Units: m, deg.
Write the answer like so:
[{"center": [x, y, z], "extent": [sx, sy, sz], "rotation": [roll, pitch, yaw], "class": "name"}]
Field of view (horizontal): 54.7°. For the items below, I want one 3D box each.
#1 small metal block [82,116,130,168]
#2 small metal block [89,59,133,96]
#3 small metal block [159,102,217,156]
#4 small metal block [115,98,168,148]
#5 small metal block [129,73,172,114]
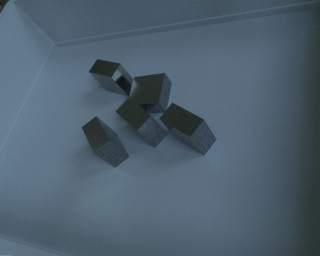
[{"center": [-0.073, 0.019, 0.416], "extent": [0.025, 0.050, 0.050], "rotation": [-38, 51, 3], "class": "small metal block"}, {"center": [-0.072, -0.077, 0.475], "extent": [0.050, 0.050, 0.025], "rotation": [18, 72, 35], "class": "small metal block"}, {"center": [0.034, 0.001, 0.371], "extent": [0.050, 0.050, 0.025], "rotation": [32, 80, 38], "class": "small metal block"}, {"center": [-0.024, -0.006, 0.406], "extent": [0.025, 0.050, 0.050], "rotation": [-47, 51, -5], "class": "small metal block"}, {"center": [-0.015, -0.048, 0.443], "extent": [0.050, 0.025, 0.050], "rotation": [-3, 60, 26], "class": "small metal block"}]
